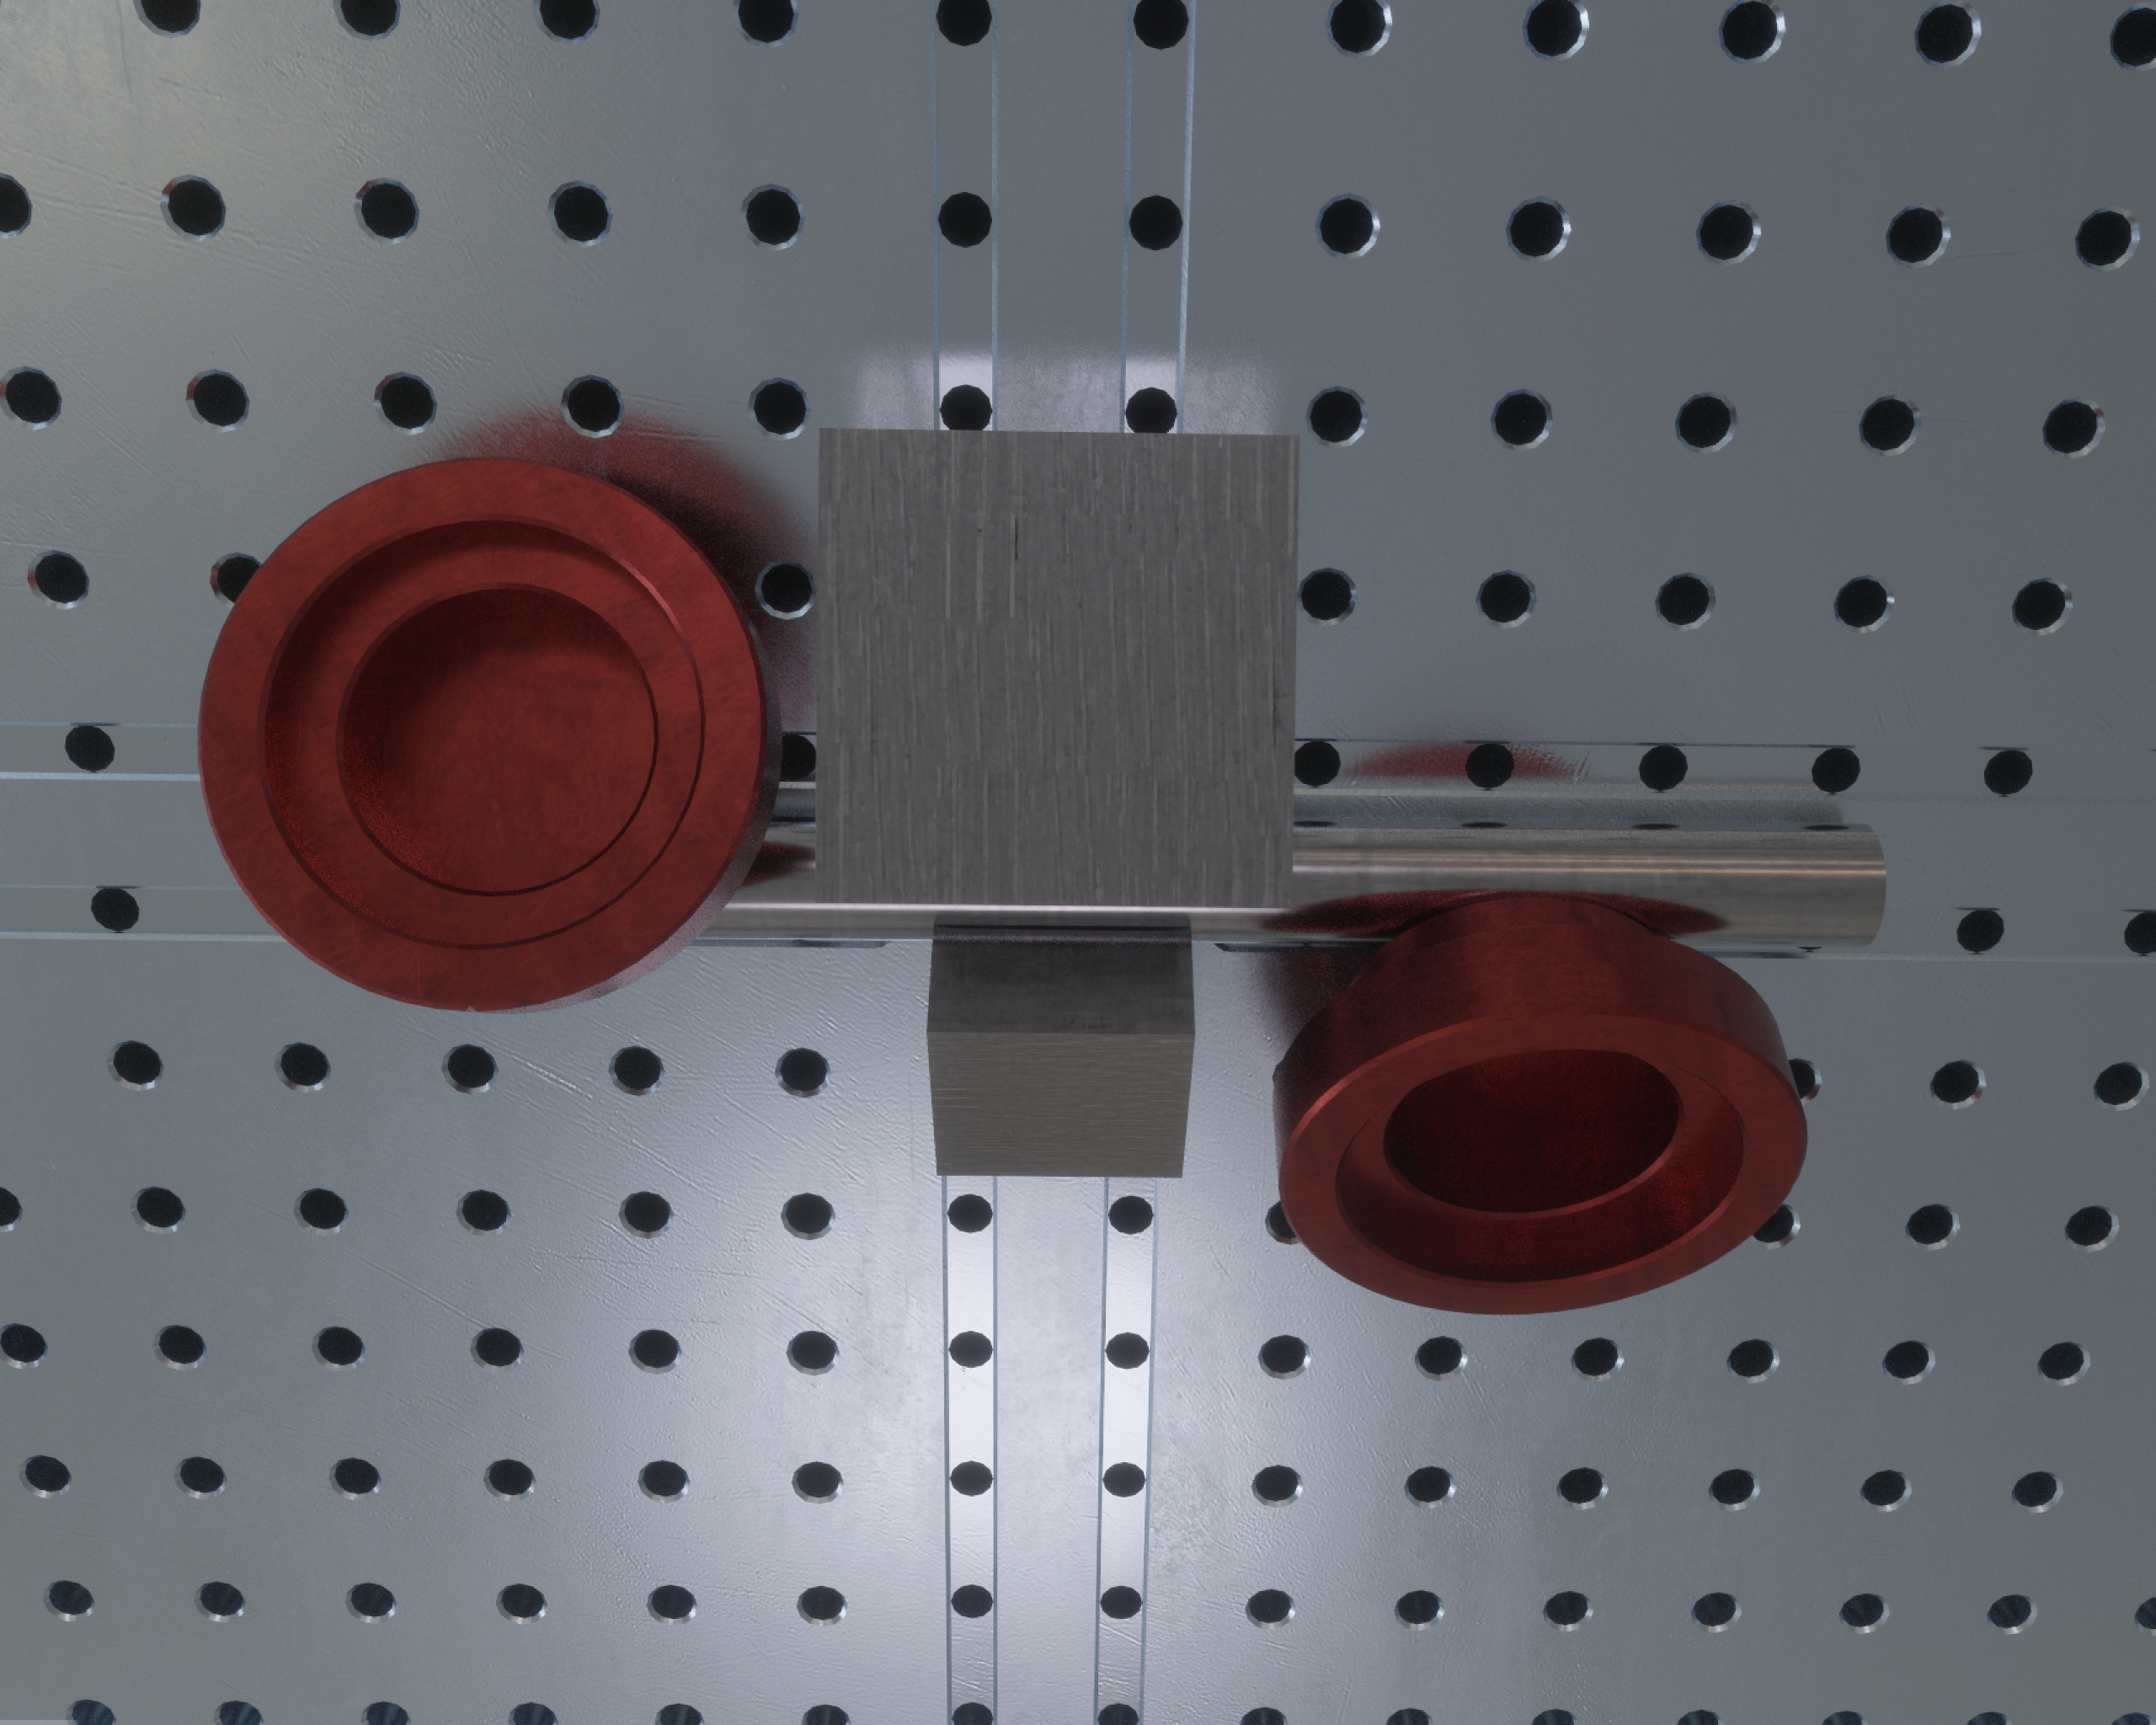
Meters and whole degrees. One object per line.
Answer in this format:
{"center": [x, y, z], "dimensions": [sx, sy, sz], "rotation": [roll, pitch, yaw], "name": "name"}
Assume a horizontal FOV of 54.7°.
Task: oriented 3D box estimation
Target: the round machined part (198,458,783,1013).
{"center": [-0.103, -0.021, 0.382], "dimensions": [0.099, 0.042, 0.097], "rotation": [0, 84, -1], "name": "round machined part"}

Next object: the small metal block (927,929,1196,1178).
{"center": [-0.003, 0.039, 0.417], "dimensions": [0.050, 0.025, 0.050], "rotation": [1, 139, -1], "name": "small metal block"}

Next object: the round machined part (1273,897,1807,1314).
{"center": [0.087, 0.044, 0.408], "dimensions": [0.099, 0.042, 0.097], "rotation": [0, 136, 0], "name": "round machined part"}

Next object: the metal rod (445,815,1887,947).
{"center": [0.006, 0.003, 0.415], "dimensions": [0.302, 0.025, 0.025], "rotation": [0, 110, -1], "name": "metal rod"}

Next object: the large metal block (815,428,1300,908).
{"center": [-0.004, -0.033, 0.376], "dimensions": [0.081, 0.050, 0.079], "rotation": [1, 92, -1], "name": "large metal block"}
